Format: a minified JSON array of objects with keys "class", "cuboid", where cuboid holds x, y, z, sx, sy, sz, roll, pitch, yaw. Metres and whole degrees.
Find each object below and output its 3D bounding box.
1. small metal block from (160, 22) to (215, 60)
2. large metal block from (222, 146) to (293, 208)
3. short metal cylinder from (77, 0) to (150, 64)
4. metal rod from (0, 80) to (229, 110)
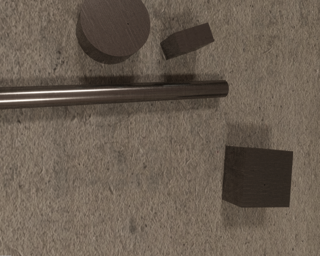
[{"class":"small metal block","cuboid":[0.035,-0.114,0.410,0.050,0.050,0.025,-23,98,-19]},{"class":"large metal block","cuboid":[0.141,0.069,0.450,0.081,0.050,0.080,5,88,-20]},{"class":"short metal cylinder","cuboid":[-0.058,-0.121,0.375,0.081,0.050,0.079,0,90,-21]},{"class":"metal rod","cuboid":[-0.049,-0.044,0.391,0.303,0.025,0.025,-5,92,-20]}]
